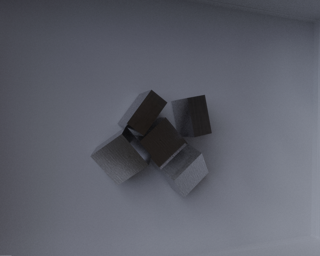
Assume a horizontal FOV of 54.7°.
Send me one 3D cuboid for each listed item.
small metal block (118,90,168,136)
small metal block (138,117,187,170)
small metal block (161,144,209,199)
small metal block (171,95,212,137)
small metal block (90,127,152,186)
[{"bbox_3d":[-0.023,-0.018,0.387,0.025,0.050,0.050,38,78,-16],"label":"small metal block"},{"bbox_3d":[0.001,0.021,0.410,0.050,0.025,0.050,-44,104,-15],"label":"small metal block"},{"bbox_3d":[0.034,0.057,0.409,0.050,0.025,0.050,-43,141,-15],"label":"small metal block"},{"bbox_3d":[0.041,-0.015,0.411,0.025,0.050,0.050,-12,94,-21],"label":"small metal block"},{"bbox_3d":[-0.047,0.035,0.380,0.050,0.025,0.050,-35,104,17],"label":"small metal block"}]
